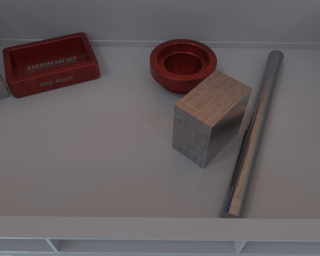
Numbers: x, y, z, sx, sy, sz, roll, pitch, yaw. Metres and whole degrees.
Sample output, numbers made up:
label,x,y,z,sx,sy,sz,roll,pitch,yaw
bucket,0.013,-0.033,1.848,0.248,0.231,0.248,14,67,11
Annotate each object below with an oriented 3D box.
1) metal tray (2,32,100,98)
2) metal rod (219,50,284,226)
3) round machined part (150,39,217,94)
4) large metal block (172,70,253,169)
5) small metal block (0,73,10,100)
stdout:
label,x,y,z,sx,sy,sz,roll,pitch,yaw
metal tray,-0.169,-0.102,0.484,0.131,0.030,0.090,-17,52,-14
metal rod,0.132,-0.010,0.415,0.025,0.025,0.301,18,52,14
round machined part,0.034,-0.089,0.469,0.099,0.042,0.098,0,50,0
large metal block,0.061,-0.010,0.379,0.050,0.080,0.080,34,58,25
small metal block,-0.250,-0.062,0.438,0.050,0.050,0.025,-22,54,-18
